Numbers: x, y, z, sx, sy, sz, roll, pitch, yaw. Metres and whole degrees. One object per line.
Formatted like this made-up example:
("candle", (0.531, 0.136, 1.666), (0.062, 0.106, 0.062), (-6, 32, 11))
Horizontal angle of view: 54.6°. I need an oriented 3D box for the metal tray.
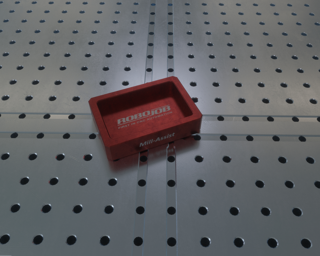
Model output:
("metal tray", (-0.020, -0.017, 0.418), (0.131, 0.030, 0.090), (-17, 52, -14))
